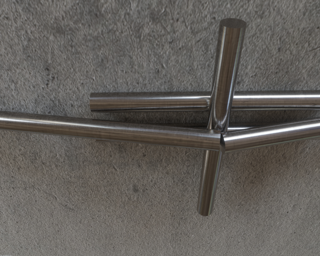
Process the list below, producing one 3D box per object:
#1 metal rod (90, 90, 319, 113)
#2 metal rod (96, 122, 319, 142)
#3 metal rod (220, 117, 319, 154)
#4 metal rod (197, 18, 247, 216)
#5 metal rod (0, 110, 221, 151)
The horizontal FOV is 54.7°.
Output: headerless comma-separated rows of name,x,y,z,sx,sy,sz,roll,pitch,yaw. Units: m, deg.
metal rod,0.067,-0.033,0.381,0.302,0.025,0.025,-1,130,0
metal rod,0.067,0.005,0.413,0.302,0.025,0.025,-1,130,0
metal rod,0.220,-0.005,0.375,0.302,0.025,0.025,-9,131,-6
metal rod,0.070,0.014,0.389,0.025,0.025,0.298,0,130,0
metal rod,-0.080,0.001,0.375,0.302,0.025,0.025,5,131,7
